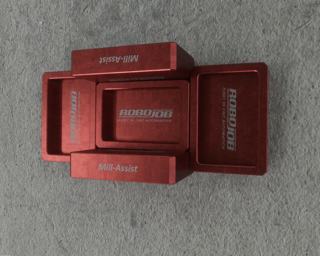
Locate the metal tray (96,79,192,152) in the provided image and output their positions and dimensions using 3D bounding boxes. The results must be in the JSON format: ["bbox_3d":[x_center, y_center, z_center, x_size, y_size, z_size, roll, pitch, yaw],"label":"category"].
[{"bbox_3d":[-0.021,-0.016,0.414,0.130,0.030,0.089,1,90,19],"label":"metal tray"}]

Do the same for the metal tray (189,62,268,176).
[{"bbox_3d":[0.084,-0.011,0.377,0.090,0.030,0.129,1,90,19],"label":"metal tray"}]

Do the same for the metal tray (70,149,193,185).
[{"bbox_3d":[-0.032,0.044,0.384,0.130,0.090,0.030,0,90,19],"label":"metal tray"}]

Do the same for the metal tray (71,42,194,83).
[{"bbox_3d":[-0.031,-0.076,0.386,0.130,0.090,0.030,0,90,19],"label":"metal tray"}]

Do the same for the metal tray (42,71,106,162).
[{"bbox_3d":[-0.125,-0.016,0.450,0.090,0.030,0.129,1,90,19],"label":"metal tray"}]
